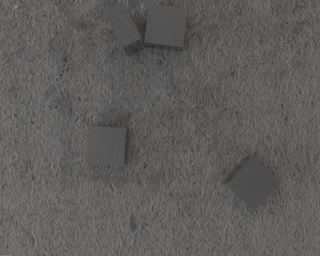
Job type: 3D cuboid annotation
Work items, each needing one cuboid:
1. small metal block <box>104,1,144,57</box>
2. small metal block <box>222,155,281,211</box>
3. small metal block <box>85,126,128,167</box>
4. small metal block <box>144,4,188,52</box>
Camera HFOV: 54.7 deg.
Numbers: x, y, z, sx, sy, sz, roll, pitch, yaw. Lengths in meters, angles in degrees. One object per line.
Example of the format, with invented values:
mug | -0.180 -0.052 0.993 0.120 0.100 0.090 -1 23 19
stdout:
small metal block | -0.044 -0.125 0.397 0.025 0.050 0.050 -27 90 0
small metal block | 0.120 0.072 0.411 0.050 0.025 0.050 43 90 0
small metal block | -0.070 0.023 0.409 0.050 0.025 0.050 3 90 0
small metal block | 0.008 -0.132 0.410 0.050 0.025 0.050 7 90 0
